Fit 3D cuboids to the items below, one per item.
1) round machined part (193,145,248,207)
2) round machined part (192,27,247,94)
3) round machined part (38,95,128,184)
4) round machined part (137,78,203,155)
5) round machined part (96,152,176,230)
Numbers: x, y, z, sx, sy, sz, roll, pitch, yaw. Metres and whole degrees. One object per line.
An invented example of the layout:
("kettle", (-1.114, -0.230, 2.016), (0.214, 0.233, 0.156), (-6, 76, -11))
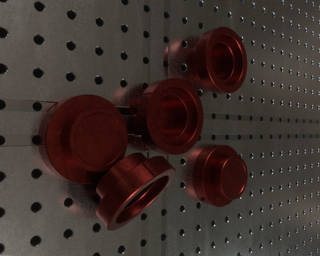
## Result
("round machined part", (0.101, 0.075, 0.485), (0.099, 0.042, 0.097), (0, 90, -40))
("round machined part", (0.087, -0.100, 0.474), (0.099, 0.042, 0.097), (0, 90, -40))
("round machined part", (-0.075, 0.012, 0.337), (0.099, 0.042, 0.097), (0, 90, -40))
("round machined part", (0.009, -0.015, 0.407), (0.099, 0.042, 0.097), (0, 90, -40))
("round machined part", (-0.032, 0.066, 0.350), (0.099, 0.097, 0.042), (-29, 65, -36))
